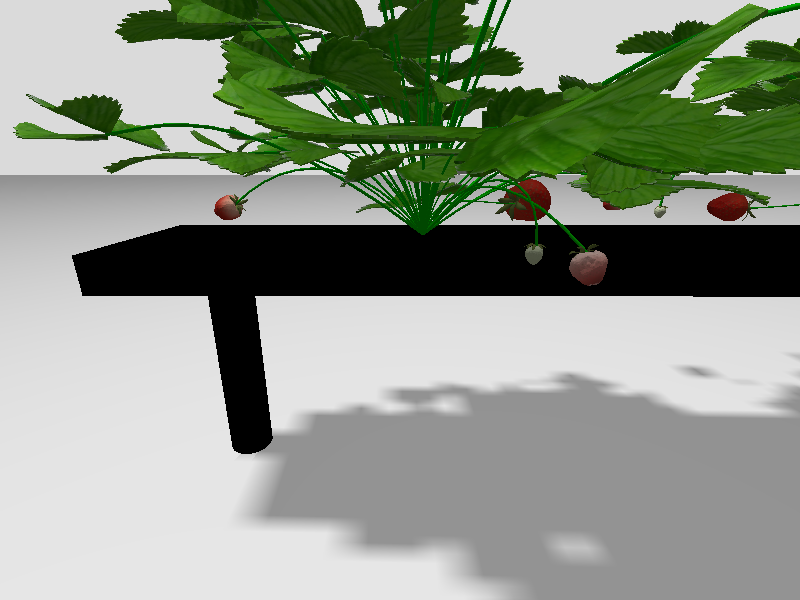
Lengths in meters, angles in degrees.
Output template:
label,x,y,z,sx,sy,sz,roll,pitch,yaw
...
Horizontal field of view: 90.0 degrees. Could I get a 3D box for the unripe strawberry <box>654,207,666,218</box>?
label,x,y,z,sx,sy,sz,roll,pitch,yaw
unripe strawberry,0.260,-0.088,0.400,0.010,0.011,0.011,5,20,14

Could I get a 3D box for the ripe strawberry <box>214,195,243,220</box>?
label,x,y,z,sx,sy,sz,roll,pitch,yaw
ripe strawberry,-0.184,-0.098,0.428,0.030,0.025,0.030,-11,12,27

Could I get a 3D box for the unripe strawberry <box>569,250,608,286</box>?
label,x,y,z,sx,sy,sz,roll,pitch,yaw
unripe strawberry,0.096,-0.016,0.203,0.019,0.017,0.017,-9,-12,-25

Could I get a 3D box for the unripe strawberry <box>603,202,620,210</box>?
label,x,y,z,sx,sy,sz,roll,pitch,yaw
unripe strawberry,0.278,-0.129,0.517,0.031,0.027,0.031,-19,-8,-44

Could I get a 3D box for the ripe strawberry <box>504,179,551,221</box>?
label,x,y,z,sx,sy,sz,roll,pitch,yaw
ripe strawberry,0.135,-0.104,0.417,0.049,0.042,0.049,-12,22,-32

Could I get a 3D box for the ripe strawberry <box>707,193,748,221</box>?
label,x,y,z,sx,sy,sz,roll,pitch,yaw
ripe strawberry,0.345,-0.098,0.423,0.034,0.029,0.034,11,22,32

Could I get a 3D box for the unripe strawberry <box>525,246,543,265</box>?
label,x,y,z,sx,sy,sz,roll,pitch,yaw
unripe strawberry,0.077,-0.026,0.231,0.011,0.011,0.010,-8,21,-23
